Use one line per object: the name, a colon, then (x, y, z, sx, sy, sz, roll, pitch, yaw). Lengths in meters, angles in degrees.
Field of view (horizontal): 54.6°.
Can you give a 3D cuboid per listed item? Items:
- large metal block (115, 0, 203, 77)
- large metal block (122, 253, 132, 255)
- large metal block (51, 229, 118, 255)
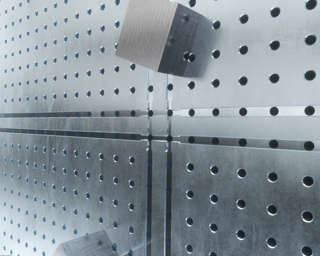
large metal block: (-0.004, -0.118, 0.397, 0.080, 0.050, 0.080, 28, 108, 36)
large metal block: (-0.053, 0.242, 0.439, 0.080, 0.050, 0.080, 41, 115, 32)
large metal block: (-0.124, 0.210, 0.478, 0.050, 0.081, 0.080, 52, 121, 27)
